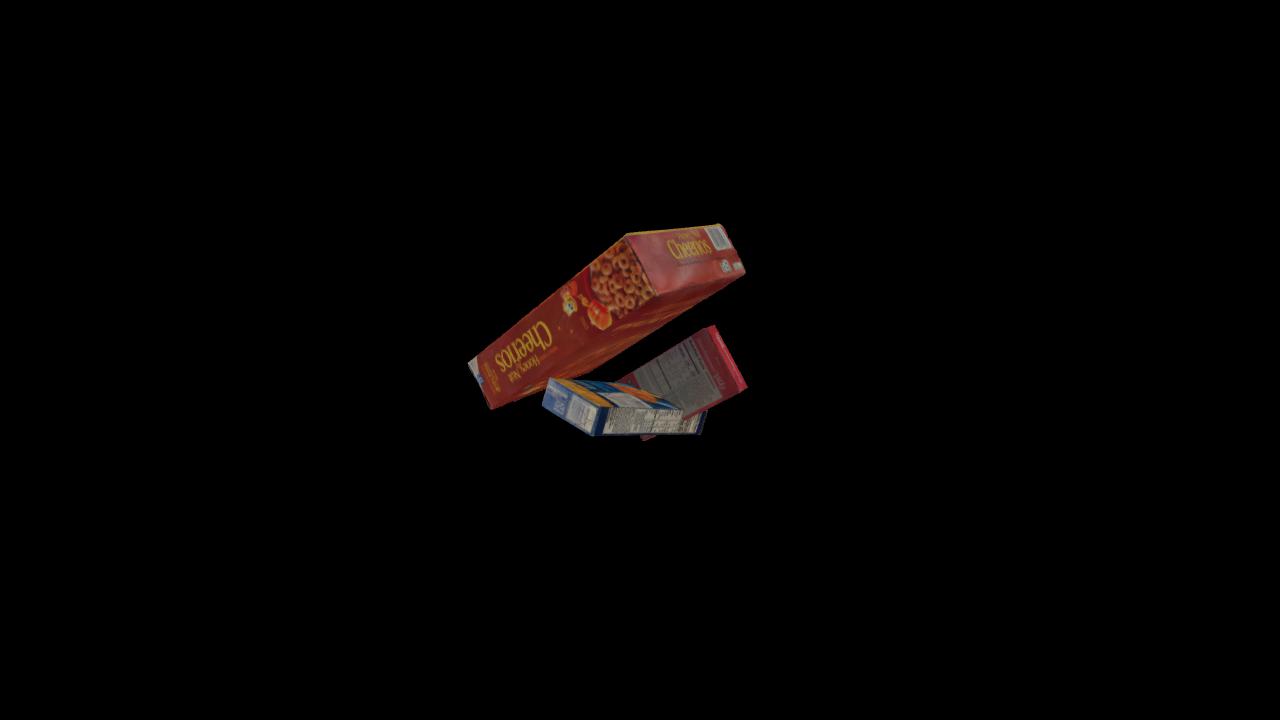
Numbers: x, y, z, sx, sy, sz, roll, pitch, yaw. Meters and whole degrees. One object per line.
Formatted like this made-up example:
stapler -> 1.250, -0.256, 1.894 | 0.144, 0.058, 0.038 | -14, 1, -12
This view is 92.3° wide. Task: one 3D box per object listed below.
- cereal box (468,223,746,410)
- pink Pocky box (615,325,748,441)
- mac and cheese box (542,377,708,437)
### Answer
cereal box -> -0.045, -0.051, 0.752 | 0.306, 0.081, 0.203 | -31, -6, 38
pink Pocky box -> 0.046, 0.030, 0.735 | 0.155, 0.084, 0.029 | -32, -8, 35
mac and cheese box -> -0.013, 0.056, 0.722 | 0.093, 0.041, 0.184 | 23, 11, 42
